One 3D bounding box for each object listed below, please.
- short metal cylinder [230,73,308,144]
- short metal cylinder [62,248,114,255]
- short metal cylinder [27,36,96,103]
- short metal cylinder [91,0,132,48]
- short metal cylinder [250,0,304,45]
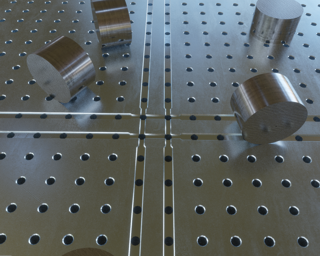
[{"bbox_3d":[0.136,-0.023,0.393,0.081,0.080,0.050,-6,51,-5],"label":"short metal cylinder"},{"bbox_3d":[-0.062,0.151,0.264,0.081,0.050,0.080,0,50,0],"label":"short metal cylinder"},{"bbox_3d":[-0.139,-0.082,0.439,0.080,0.080,0.050,28,55,21],"label":"short metal cylinder"},{"bbox_3d":[-0.082,-0.179,0.521,0.050,0.080,0.080,-14,52,-12],"label":"short metal cylinder"},{"bbox_3d":[0.208,-0.195,0.558,0.081,0.050,0.080,0,50,0],"label":"short metal cylinder"}]
